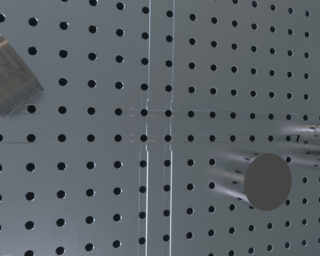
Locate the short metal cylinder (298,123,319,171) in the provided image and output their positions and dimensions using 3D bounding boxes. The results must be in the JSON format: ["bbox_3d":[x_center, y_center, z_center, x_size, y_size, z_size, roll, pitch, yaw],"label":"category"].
[{"bbox_3d":[0.273,0.031,0.500,0.081,0.050,0.079,0,90,-20],"label":"short metal cylinder"}]

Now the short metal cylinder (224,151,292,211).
[{"bbox_3d":[0.142,0.075,0.452,0.081,0.050,0.079,0,90,-20],"label":"short metal cylinder"}]

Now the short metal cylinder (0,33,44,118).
[{"bbox_3d":[-0.168,-0.057,0.321,0.050,0.080,0.080,-40,103,-16],"label":"short metal cylinder"}]
